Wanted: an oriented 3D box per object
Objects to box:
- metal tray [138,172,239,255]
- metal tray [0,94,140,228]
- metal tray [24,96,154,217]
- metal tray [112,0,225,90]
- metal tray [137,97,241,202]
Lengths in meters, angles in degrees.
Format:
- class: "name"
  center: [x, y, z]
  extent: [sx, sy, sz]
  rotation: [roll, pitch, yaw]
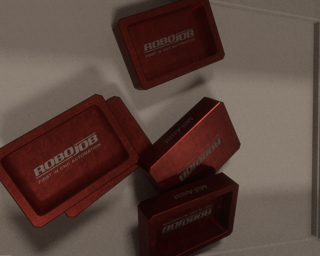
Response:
- class: "metal tray"
  center: [0.038, 0.117, 0.396]
  extent: [0.131, 0.030, 0.089]
  rotation: [-14, 120, -26]
- class: "metal tray"
  center: [-0.100, 0.032, 0.338]
  extent: [0.131, 0.030, 0.090]
  rotation: [-33, 101, -17]
- class: "metal tray"
  center: [-0.082, 0.032, 0.378]
  extent: [0.131, 0.030, 0.090]
  rotation: [-37, 102, -17]
- class: "metal tray"
  center: [0.014, -0.113, 0.409]
  extent: [0.131, 0.030, 0.090]
  rotation: [-25, 104, -19]
- class: "metal tray"
  center: [0.043, 0.033, 0.407]
  extent: [0.130, 0.030, 0.090]
  rotation: [-43, 128, -15]
